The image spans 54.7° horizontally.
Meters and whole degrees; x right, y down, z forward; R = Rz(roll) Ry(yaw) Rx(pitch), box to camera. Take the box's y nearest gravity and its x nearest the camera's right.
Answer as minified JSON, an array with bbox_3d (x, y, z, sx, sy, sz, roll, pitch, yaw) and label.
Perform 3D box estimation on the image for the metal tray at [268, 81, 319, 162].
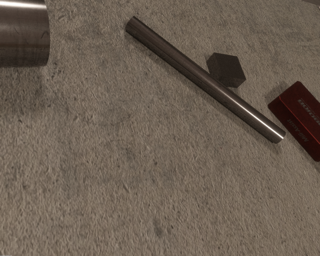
[{"bbox_3d":[0.265,-0.015,0.556,0.091,0.030,0.130,-33,80,-38],"label":"metal tray"}]

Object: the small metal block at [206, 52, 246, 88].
[{"bbox_3d":[0.112,-0.098,0.526,0.050,0.025,0.050,2,61,-28],"label":"small metal block"}]

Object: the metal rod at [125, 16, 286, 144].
[{"bbox_3d":[0.074,-0.074,0.490,0.301,0.025,0.025,37,51,-4],"label":"metal rod"}]

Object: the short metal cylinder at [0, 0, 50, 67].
[{"bbox_3d":[-0.161,-0.110,0.350,0.050,0.080,0.080,-8,66,-32],"label":"short metal cylinder"}]
